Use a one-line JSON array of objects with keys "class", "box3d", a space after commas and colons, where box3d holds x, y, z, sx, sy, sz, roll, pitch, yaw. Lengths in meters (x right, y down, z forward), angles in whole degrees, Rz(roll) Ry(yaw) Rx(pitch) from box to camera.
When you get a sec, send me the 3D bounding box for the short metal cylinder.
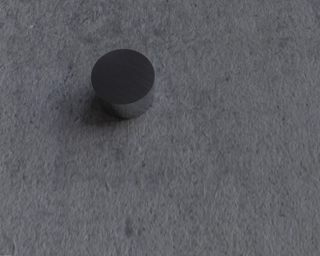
[{"class": "short metal cylinder", "box3d": [-0.047, -0.058, 0.415, 0.081, 0.050, 0.080, 0, 70, 0]}]
